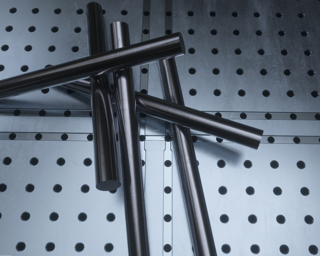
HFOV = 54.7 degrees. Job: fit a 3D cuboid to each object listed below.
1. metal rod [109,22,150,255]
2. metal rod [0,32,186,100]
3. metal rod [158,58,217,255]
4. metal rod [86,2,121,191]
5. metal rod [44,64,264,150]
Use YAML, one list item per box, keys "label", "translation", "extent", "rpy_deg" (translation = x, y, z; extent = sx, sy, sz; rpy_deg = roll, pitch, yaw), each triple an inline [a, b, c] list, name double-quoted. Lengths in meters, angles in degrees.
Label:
- label: "metal rod"
  translation: [-0.037, 0.017, 0.373]
  extent: [0.025, 0.025, 0.298]
  rpy_deg: [-6, 82, -3]
- label: "metal rod"
  translation: [-0.117, -0.067, 0.381]
  extent: [0.301, 0.025, 0.025]
  rpy_deg: [-10, 69, 17]
- label: "metal rod"
  translation: [0.033, 0.032, 0.400]
  extent: [0.025, 0.025, 0.299]
  rpy_deg: [-9, 70, -4]
- label: "metal rod"
  translation: [-0.077, -0.063, 0.394]
  extent: [0.025, 0.025, 0.299]
  rpy_deg: [-9, 55, -4]
- label: "metal rod"
  translation: [-0.020, -0.032, 0.402]
  extent: [0.301, 0.025, 0.025]
  rpy_deg: [18, 71, 14]
